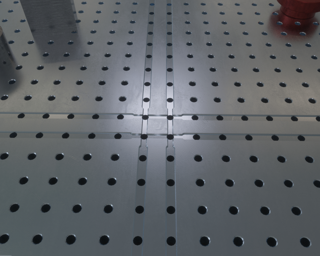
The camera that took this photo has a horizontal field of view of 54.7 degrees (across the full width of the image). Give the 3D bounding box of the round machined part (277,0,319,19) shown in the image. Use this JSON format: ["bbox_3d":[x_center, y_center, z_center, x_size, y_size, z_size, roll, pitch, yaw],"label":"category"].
[{"bbox_3d":[0.278,-0.251,0.609,0.099,0.042,0.098,0,50,0],"label":"round machined part"}]

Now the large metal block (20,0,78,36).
[{"bbox_3d":[-0.196,-0.217,0.552,0.081,0.080,0.050,-8,51,-7],"label":"large metal block"}]

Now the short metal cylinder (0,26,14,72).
[{"bbox_3d":[-0.285,-0.127,0.496,0.081,0.050,0.080,0,50,0],"label":"short metal cylinder"}]
